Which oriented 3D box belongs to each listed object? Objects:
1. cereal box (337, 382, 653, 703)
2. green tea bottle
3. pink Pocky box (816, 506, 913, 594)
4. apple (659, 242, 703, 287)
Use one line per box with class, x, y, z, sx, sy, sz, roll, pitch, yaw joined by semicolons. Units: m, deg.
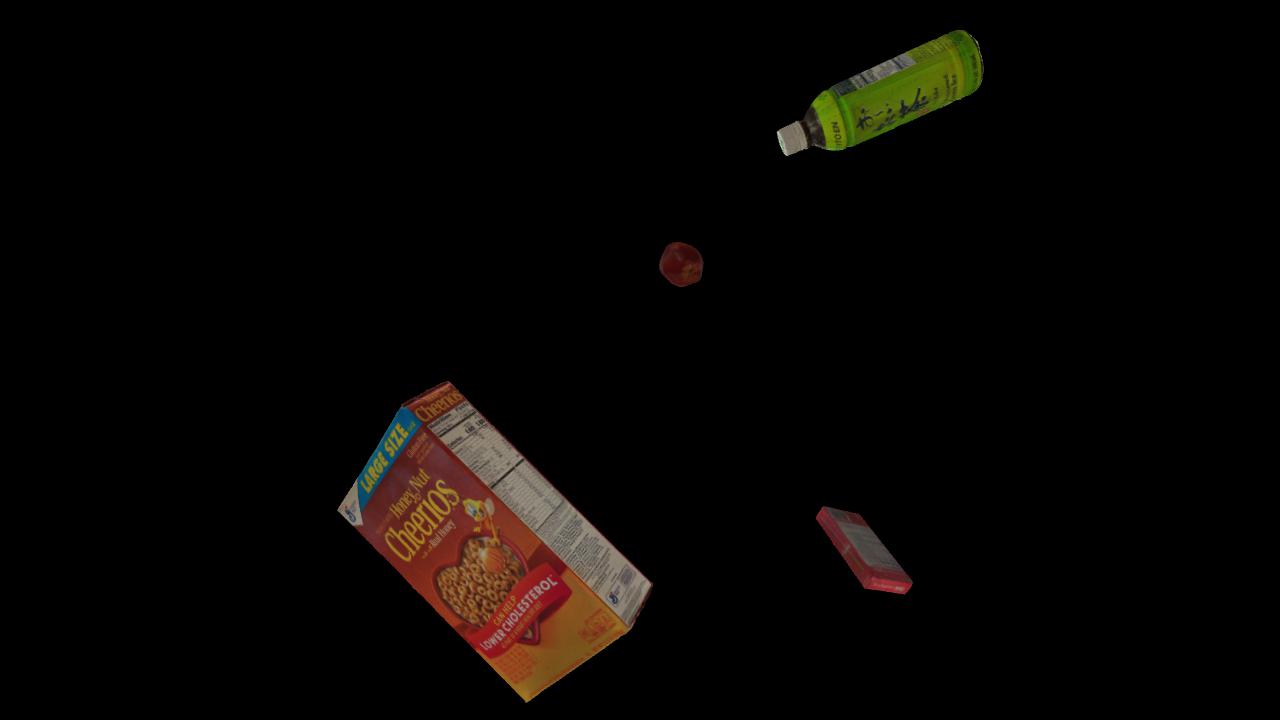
cereal box;-0.163;0.197;0.653;0.203;0.306;0.081;-47;-2;31
green tea bottle;0.255;-0.283;0.675;0.212;0.073;0.073;-20;-4;10
pink Pocky box;0.351;0.299;0.974;0.084;0.029;0.155;16;23;-23
apple;0.074;-0.169;1.086;0.079;0.079;0.093;0;26;-14
